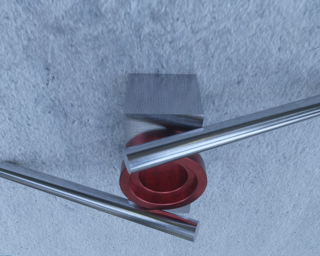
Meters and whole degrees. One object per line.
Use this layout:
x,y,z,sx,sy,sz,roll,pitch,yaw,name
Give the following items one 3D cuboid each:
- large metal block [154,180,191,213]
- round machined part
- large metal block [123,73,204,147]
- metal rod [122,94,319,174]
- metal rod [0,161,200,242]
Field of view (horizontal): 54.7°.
0.000,0.071,0.433,0.081,0.080,0.050,1,130,-1,large metal block
0.004,0.050,0.363,0.099,0.042,0.097,-1,130,0,round machined part
0.003,-0.021,0.355,0.081,0.080,0.050,1,130,-1,large metal block
0.108,-0.006,0.335,0.302,0.025,0.025,-15,132,-17,metal rod
-0.096,0.091,0.412,0.301,0.025,0.025,12,133,19,metal rod
